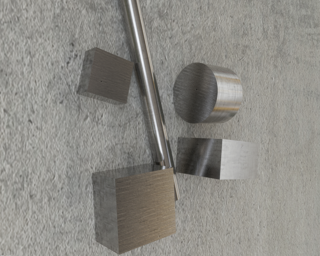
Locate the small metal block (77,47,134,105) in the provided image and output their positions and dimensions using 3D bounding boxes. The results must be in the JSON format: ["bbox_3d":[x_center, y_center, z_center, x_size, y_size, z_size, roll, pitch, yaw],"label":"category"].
[{"bbox_3d":[-0.062,-0.057,0.353,0.050,0.025,0.050,15,80,-39],"label":"small metal block"}]

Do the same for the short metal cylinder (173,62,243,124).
[{"bbox_3d":[0.064,-0.046,0.422,0.050,0.080,0.080,0,91,-40],"label":"short metal cylinder"}]

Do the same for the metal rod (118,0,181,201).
[{"bbox_3d":[-0.015,-0.049,0.391,0.025,0.025,0.298,-20,103,-38],"label":"metal rod"}]

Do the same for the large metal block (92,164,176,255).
[{"bbox_3d":[-0.029,0.089,0.364,0.081,0.050,0.079,-5,93,-40],"label":"large metal block"}]

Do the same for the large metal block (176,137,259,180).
[{"bbox_3d":[0.080,0.042,0.436,0.081,0.080,0.050,7,86,-40],"label":"large metal block"}]
